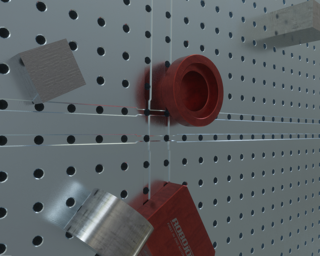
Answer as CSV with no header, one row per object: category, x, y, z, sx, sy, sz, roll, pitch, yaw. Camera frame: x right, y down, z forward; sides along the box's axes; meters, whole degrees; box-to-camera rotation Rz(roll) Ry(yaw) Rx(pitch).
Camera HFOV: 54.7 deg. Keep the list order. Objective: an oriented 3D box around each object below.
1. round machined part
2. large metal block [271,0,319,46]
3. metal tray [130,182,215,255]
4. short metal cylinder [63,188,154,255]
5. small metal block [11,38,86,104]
round machined part,0.041,-0.050,0.432,0.099,0.042,0.097,0,90,-40
large metal block,0.275,-0.201,0.603,0.081,0.080,0.050,4,88,-40
metal tray,0.020,0.152,0.422,0.091,0.030,0.129,-37,113,-34
short metal cylinder,-0.053,0.108,0.329,0.080,0.080,0.050,51,60,-28
small metal block,-0.112,-0.057,0.315,0.050,0.025,0.050,-33,111,-35
